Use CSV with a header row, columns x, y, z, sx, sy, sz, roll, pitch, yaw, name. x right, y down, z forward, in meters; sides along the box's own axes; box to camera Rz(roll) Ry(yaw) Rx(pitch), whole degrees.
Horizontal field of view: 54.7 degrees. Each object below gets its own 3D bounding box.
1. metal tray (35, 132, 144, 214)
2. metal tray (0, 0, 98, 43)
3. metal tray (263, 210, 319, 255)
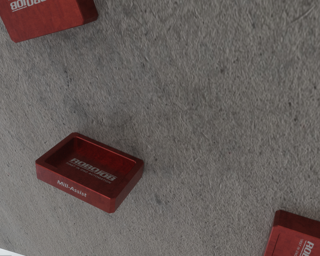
x,y,z,sx,sy,sz,roll,pitch,yaw,name
-0.101,0.060,0.455,0.130,0.090,0.030,21,126,15,metal tray
-0.148,-0.163,0.381,0.130,0.030,0.090,-3,117,29,metal tray
0.187,0.177,0.414,0.090,0.030,0.129,14,124,20,metal tray
